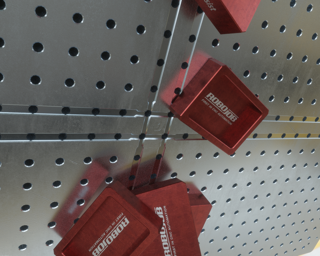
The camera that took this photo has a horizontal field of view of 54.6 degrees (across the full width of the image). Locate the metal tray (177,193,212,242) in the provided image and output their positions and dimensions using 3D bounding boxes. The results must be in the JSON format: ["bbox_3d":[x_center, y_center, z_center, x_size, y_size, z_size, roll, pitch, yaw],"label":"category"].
[{"bbox_3d":[0.014,0.155,0.511,0.131,0.030,0.089,4,117,-30],"label":"metal tray"}]

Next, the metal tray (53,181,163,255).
[{"bbox_3d":[-0.070,0.148,0.420,0.090,0.030,0.130,41,102,3],"label":"metal tray"}]

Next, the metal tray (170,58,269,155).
[{"bbox_3d":[0.088,-0.025,0.439,0.130,0.030,0.090,33,100,-38],"label":"metal tray"}]

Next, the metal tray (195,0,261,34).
[{"bbox_3d":[0.061,-0.171,0.312,0.130,0.030,0.090,37,74,-40],"label":"metal tray"}]

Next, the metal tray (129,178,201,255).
[{"bbox_3d":[0.004,0.148,0.457,0.091,0.030,0.129,-14,95,-15],"label":"metal tray"}]
